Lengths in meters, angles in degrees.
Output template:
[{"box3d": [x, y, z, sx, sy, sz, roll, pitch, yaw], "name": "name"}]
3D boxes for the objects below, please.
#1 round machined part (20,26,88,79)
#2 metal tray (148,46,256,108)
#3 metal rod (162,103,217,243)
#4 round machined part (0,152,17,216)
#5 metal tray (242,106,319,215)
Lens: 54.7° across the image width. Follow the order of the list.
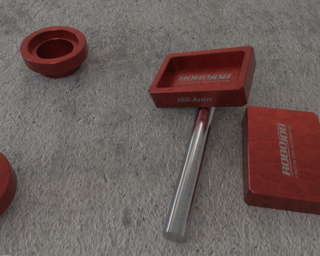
[{"box3d": [-0.163, -0.116, 0.488, 0.099, 0.042, 0.098, 0, 50, 0], "name": "round machined part"}, {"box3d": [0.059, -0.070, 0.430, 0.130, 0.030, 0.090, 1, 48, 27], "name": "metal tray"}, {"box3d": [0.055, -0.001, 0.404, 0.025, 0.025, 0.300, 12, 51, 10], "name": "metal rod"}, {"box3d": [-0.204, 0.071, 0.331, 0.099, 0.042, 0.098, 0, 50, 0], "name": "round machined part"}, {"box3d": [0.148, 0.033, 0.373, 0.090, 0.030, 0.130, 7, 50, 5], "name": "metal tray"}]
